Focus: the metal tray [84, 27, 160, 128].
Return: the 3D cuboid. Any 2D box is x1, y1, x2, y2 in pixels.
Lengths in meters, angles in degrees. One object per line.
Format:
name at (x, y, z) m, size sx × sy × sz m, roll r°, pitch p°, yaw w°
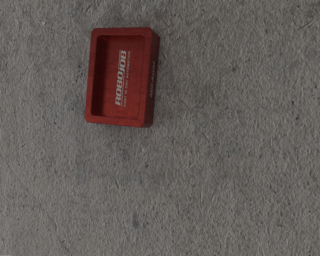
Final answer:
metal tray at (-0.052, -0.069, 0.425) m, size 0.090 × 0.030 × 0.129 m, roll 6°, pitch 92°, yaw 20°
